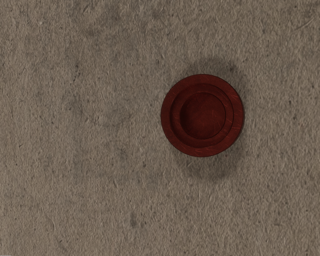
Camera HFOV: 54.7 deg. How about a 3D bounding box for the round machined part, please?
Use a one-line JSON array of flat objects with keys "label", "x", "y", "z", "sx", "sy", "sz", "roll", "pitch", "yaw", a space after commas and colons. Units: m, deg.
[{"label": "round machined part", "x": 0.054, "y": -0.015, "z": 0.381, "sx": 0.098, "sy": 0.042, "sz": 0.097, "roll": 0, "pitch": 90, "yaw": 19}]
